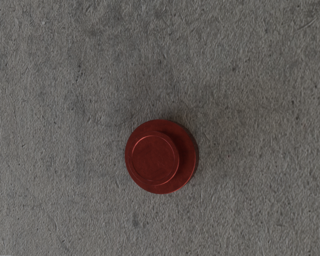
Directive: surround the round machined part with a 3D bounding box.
[{"bbox_3d":[-0.002,0.037,0.401,0.098,0.042,0.097,0,90,20],"label":"round machined part"}]
